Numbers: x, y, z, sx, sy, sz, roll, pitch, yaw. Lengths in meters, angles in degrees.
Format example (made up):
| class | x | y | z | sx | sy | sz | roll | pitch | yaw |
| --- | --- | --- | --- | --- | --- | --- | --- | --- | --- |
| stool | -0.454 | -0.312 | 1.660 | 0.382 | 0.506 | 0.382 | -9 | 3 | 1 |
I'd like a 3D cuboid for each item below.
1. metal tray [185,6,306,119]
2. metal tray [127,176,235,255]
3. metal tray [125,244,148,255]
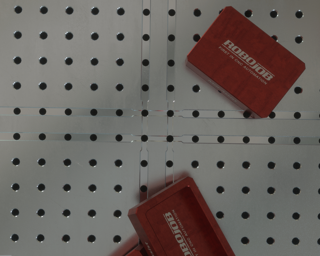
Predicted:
| class | x | y | z | sx | sy | sz | roll | pitch | yaw |
| --- | --- | --- | --- | --- | --- | --- | --- | --- | --- |
| metal tray | 0.111 | -0.085 | 0.411 | 0.130 | 0.030 | 0.090 | 38 | 90 | 0 |
| metal tray | 0.030 | 0.138 | 0.383 | 0.091 | 0.030 | 0.130 | -25 | 84 | -31 |
| metal tray | -0.020 | 0.229 | 0.393 | 0.090 | 0.030 | 0.130 | -39 | 78 | 5 |
